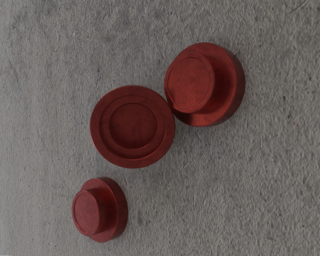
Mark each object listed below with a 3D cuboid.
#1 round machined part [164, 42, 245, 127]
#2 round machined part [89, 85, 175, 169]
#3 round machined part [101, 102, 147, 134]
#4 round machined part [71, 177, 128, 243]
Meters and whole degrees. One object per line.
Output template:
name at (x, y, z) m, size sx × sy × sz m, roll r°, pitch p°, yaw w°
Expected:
round machined part at (0.044, -0.050, 0.358) m, size 0.098 × 0.042 × 0.097 m, roll 0°, pitch 90°, yaw 40°
round machined part at (-0.032, -0.004, 0.376) m, size 0.099 × 0.042 × 0.097 m, roll 0°, pitch 100°, yaw -2°
round machined part at (-0.050, -0.002, 0.436) m, size 0.098 × 0.042 × 0.097 m, roll 0°, pitch 90°, yaw 40°
round machined part at (-0.098, 0.126, 0.475) m, size 0.098 × 0.042 × 0.097 m, roll 0°, pitch 90°, yaw 40°
